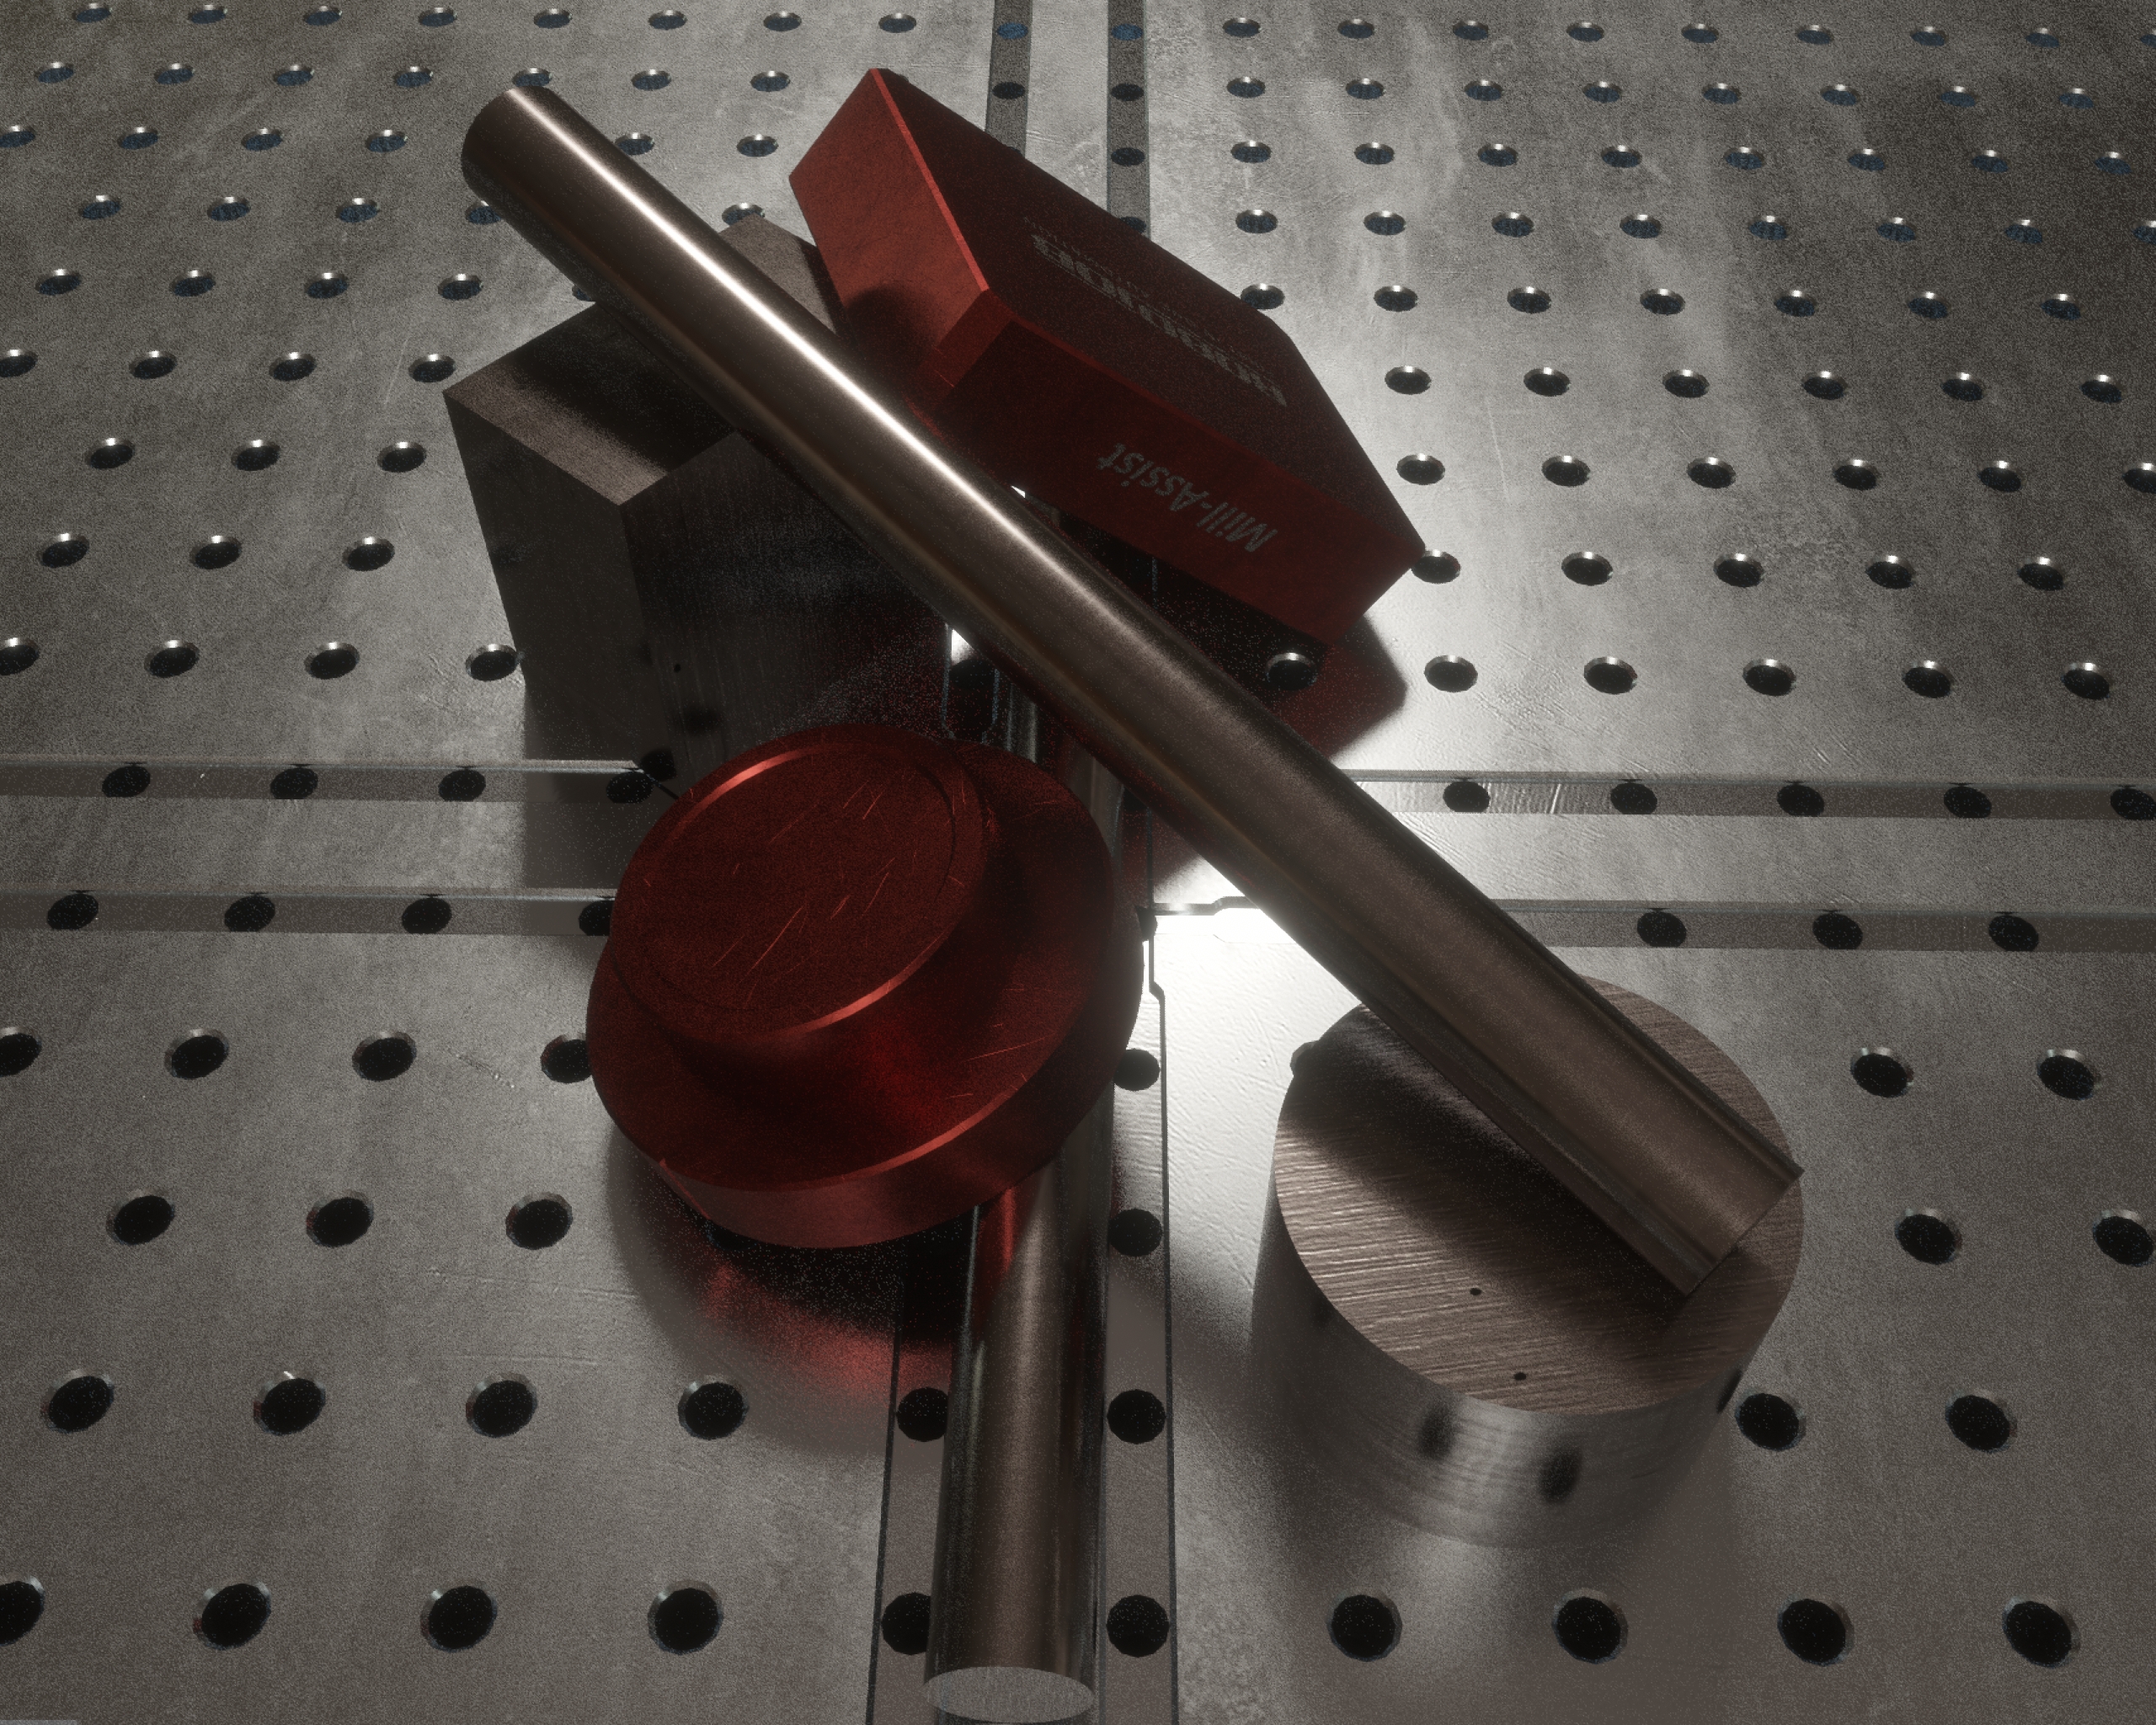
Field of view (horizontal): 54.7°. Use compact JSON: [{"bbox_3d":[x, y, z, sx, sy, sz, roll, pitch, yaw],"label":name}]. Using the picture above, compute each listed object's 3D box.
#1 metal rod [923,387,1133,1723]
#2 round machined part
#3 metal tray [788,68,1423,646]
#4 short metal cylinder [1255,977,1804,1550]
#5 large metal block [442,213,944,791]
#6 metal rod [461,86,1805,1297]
[{"bbox_3d":[-0.004,0.007,0.401,0.025,0.025,0.300,2,50,1],"label":"metal rod"},{"bbox_3d":[-0.041,0.014,0.364,0.098,0.042,0.098,-11,49,13],"label":"round machined part"},{"bbox_3d":[0.008,-0.104,0.441,0.131,0.030,0.090,20,35,-41],"label":"metal tray"},{"bbox_3d":[0.070,0.063,0.340,0.081,0.050,0.080,0,50,0],"label":"short metal cylinder"},{"bbox_3d":[-0.075,-0.074,0.434,0.050,0.080,0.080,34,58,25],"label":"large metal block"},{"bbox_3d":[-0.007,-0.043,0.352,0.025,0.025,0.300,-36,67,-26],"label":"metal rod"}]
